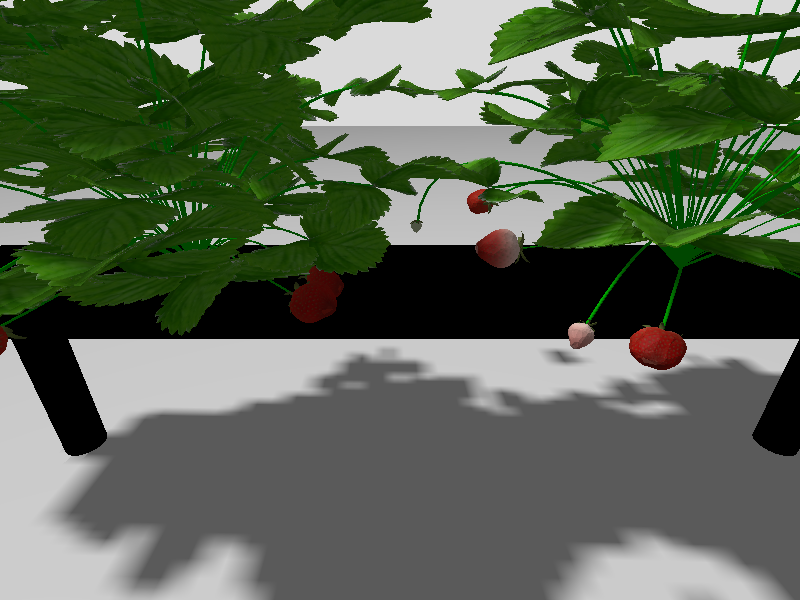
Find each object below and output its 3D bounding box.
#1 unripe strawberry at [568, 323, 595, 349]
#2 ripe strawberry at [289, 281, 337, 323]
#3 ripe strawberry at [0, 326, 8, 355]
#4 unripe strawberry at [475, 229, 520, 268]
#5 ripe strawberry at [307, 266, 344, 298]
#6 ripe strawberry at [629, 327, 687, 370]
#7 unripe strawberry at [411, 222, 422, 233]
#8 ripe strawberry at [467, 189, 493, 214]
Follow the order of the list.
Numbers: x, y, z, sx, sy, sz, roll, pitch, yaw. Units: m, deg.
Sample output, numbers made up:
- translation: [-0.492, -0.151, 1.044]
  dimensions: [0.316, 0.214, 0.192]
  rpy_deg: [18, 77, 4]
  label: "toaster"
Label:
- translation: [0.110, 0.023, 0.245]
  dimensions: [0.015, 0.016, 0.016]
  rpy_deg: [25, -18, 42]
  label: "unripe strawberry"
- translation: [-0.057, 0.003, 0.270]
  dimensions: [0.028, 0.028, 0.031]
  rpy_deg: [20, 32, 34]
  label: "ripe strawberry"
- translation: [-0.244, 0.023, 0.222]
  dimensions: [0.035, 0.032, 0.032]
  rpy_deg: [8, 27, 17]
  label: "ripe strawberry"
- translation: [0.090, -0.048, 0.369]
  dimensions: [0.039, 0.033, 0.039]
  rpy_deg: [0, 25, 2]
  label: "unripe strawberry"
- translation: [-0.056, -0.012, 0.300]
  dimensions: [0.027, 0.028, 0.025]
  rpy_deg: [14, 29, 26]
  label: "ripe strawberry"
- translation: [0.141, 0.028, 0.221]
  dimensions: [0.027, 0.024, 0.024]
  rpy_deg: [17, 37, 32]
  label: "ripe strawberry"
- translation: [0.016, -0.073, 0.399]
  dimensions: [0.011, 0.011, 0.010]
  rpy_deg: [4, 26, 9]
  label: "unripe strawberry"
- translation: [0.111, -0.138, 0.559]
  dimensions: [0.039, 0.033, 0.039]
  rpy_deg: [-17, 25, -31]
  label: "ripe strawberry"
